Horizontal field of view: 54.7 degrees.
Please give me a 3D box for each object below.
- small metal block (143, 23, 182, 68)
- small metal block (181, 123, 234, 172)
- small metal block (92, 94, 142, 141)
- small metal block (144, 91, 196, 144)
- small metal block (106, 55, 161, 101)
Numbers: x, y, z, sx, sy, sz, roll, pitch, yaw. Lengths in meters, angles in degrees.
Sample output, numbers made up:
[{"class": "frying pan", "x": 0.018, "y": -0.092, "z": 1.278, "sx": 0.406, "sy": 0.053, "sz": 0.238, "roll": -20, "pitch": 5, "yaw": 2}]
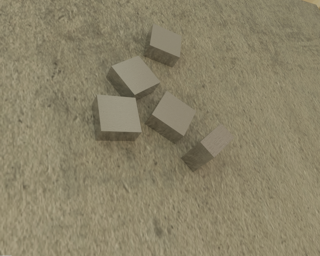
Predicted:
[{"class": "small metal block", "x": 0.005, "y": -0.130, "z": 0.487, "sx": 0.050, "sy": 0.025, "sz": 0.050, "roll": 18, "pitch": 54, "yaw": -18}, {"class": "small metal block", "x": 0.062, "y": 0.026, "z": 0.407, "sx": 0.025, "sy": 0.050, "sz": 0.050, "roll": 49, "pitch": 51, "yaw": 6}, {"class": "small metal block", "x": -0.054, "y": -0.012, "z": 0.383, "sx": 0.050, "sy": 0.025, "sz": 0.050, "roll": 2, "pitch": 61, "yaw": -27}, {"class": "small metal block", "x": 0.015, "y": -0.015, "z": 0.422, "sx": 0.050, "sy": 0.025, "sz": 0.050, "roll": 34, "pitch": 51, "yaw": -6}, {"class": "small metal block", "x": -0.037, "y": -0.066, "z": 0.426, "sx": 0.050, "sy": 0.025, "sz": 0.050, "roll": -33, "pitch": 80, "yaw": -38}]
